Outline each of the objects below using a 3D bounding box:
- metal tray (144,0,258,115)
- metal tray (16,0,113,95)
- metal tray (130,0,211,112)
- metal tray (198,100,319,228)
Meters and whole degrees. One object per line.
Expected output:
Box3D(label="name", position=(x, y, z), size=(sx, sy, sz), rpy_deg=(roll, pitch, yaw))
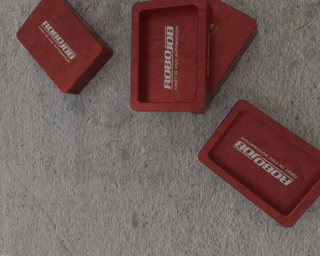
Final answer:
Box3D(label="metal tray", position=(0.048, -0.093, 0.389), size=(0.090, 0.030, 0.129), rpy_deg=(36, 101, 16))
Box3D(label="metal tray", position=(-0.142, -0.124, 0.457), size=(0.090, 0.030, 0.130), rpy_deg=(-45, 76, 14))
Box3D(label="metal tray", position=(0.013, -0.084, 0.369), size=(0.090, 0.030, 0.129), rpy_deg=(1, 90, 20))
Box3D(label="metal tray", position=(0.122, 0.039, 0.362), size=(0.130, 0.030, 0.090), rpy_deg=(38, 102, 16))
